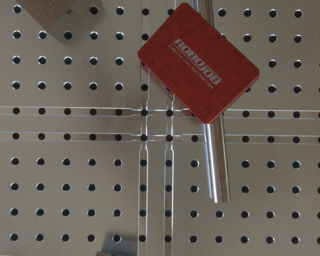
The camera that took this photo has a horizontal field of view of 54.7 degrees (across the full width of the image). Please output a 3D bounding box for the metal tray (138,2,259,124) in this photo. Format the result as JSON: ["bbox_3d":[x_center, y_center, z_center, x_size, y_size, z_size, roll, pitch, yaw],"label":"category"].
[{"bbox_3d":[0.047,-0.079,0.389,0.090,0.030,0.130,-46,79,13],"label":"metal tray"}]

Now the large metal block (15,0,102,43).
[{"bbox_3d":[-0.136,-0.173,0.400,0.080,0.050,0.080,-45,90,0],"label":"large metal block"}]

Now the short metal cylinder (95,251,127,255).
[{"bbox_3d":[-0.061,0.200,0.385,0.050,0.080,0.080,10,90,0],"label":"short metal cylinder"}]

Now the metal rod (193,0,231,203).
[{"bbox_3d":[0.068,-0.052,0.413,0.025,0.025,0.298,-5,90,0],"label":"metal rod"}]
